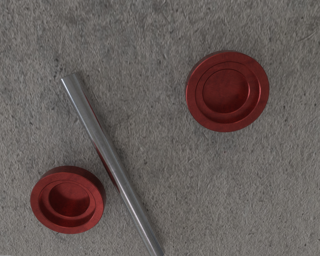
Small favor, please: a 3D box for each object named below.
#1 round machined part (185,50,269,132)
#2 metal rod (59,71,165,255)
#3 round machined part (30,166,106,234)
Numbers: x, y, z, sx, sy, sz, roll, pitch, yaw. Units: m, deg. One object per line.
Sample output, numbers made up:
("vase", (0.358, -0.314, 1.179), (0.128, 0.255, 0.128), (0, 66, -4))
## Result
("round machined part", (0.080, -0.047, 0.384), (0.099, 0.042, 0.097), (0, 110, 0))
("metal rod", (-0.058, 0.065, 0.433), (0.025, 0.025, 0.299), (-20, 109, 7))
("round machined part", (-0.125, 0.096, 0.435), (0.099, 0.042, 0.097), (0, 110, 0))
